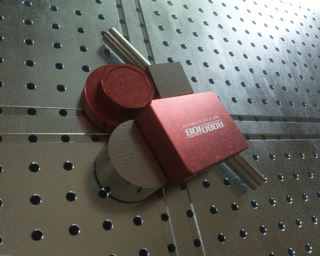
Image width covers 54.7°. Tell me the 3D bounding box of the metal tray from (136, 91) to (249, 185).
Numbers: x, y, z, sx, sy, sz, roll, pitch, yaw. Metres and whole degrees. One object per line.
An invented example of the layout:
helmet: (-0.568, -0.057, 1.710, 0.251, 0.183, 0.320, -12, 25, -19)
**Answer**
metal tray: (0.044, 0.005, 0.371, 0.131, 0.030, 0.090, -14, 69, -47)

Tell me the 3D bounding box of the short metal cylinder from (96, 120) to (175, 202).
short metal cylinder: (-0.026, 0.037, 0.350, 0.081, 0.050, 0.080, 14, 56, -21)

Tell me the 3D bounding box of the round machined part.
round machined part: (-0.046, -0.043, 0.393, 0.099, 0.042, 0.098, 13, 57, -20)

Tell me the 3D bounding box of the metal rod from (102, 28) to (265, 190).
metal rod: (0.031, -0.029, 0.438, 0.300, 0.025, 0.025, 45, 51, 3)

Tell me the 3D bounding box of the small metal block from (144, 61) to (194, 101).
small metal block: (0.010, -0.059, 0.415, 0.050, 0.025, 0.050, -13, 71, -28)
